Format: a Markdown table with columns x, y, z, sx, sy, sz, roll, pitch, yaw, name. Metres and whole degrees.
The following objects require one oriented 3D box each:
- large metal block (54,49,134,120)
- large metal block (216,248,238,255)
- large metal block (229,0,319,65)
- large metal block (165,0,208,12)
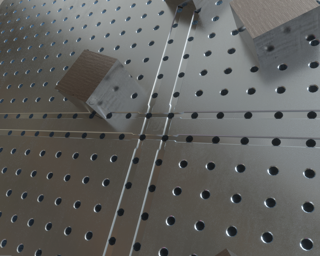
| x | y | z | sx | sy | sz | roll | pitch | yaw | name |
| --- | --- | --- | --- | --- | --- | --- | --- | --- | --- |
| -0.103 | -0.070 | 0.487 | 0.080 | 0.050 | 0.080 | 23 | 74 | 36 | large metal block |
| 0.051 | 0.165 | 0.264 | 0.080 | 0.050 | 0.080 | -35 | 51 | 4 | large metal block |
| 0.147 | -0.142 | 0.401 | 0.080 | 0.050 | 0.080 | -25 | 53 | 12 | large metal block |
| 0.051 | -0.251 | 0.518 | 0.080 | 0.050 | 0.080 | 35 | 81 | 38 | large metal block |
